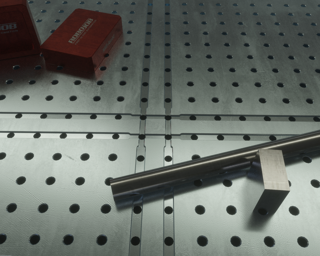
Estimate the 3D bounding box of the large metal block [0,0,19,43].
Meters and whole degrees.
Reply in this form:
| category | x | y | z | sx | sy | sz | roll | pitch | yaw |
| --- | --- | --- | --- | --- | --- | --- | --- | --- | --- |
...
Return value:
| category | x | y | z | sx | sy | sz | roll | pitch | yaw |
| --- | --- | --- | --- | --- | --- | --- | --- | --- | --- |
| large metal block | -0.302 | -0.187 | 0.525 | 0.080 | 0.080 | 0.050 | -34 | 58 | -25 |

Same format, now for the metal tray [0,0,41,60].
| category | x | y | z | sx | sy | sz | roll | pitch | yaw |
| --- | --- | --- | --- | --- | --- | --- | --- | --- | --- |
| metal tray | -0.266 | -0.153 | 0.490 | 0.131 | 0.089 | 0.030 | -13 | 52 | -11 |

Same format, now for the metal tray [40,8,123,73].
| category | x | y | z | sx | sy | sz | roll | pitch | yaw |
| --- | --- | --- | --- | --- | --- | --- | --- | --- | --- |
| metal tray | -0.130 | -0.154 | 0.532 | 0.090 | 0.030 | 0.130 | 14 | 51 | 11 |

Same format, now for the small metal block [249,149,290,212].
| category | x | y | z | sx | sy | sz | roll | pitch | yaw |
| --- | --- | --- | --- | --- | --- | --- | --- | --- | --- |
| small metal block | 0.119 | 0.059 | 0.344 | 0.025 | 0.050 | 0.050 | 4 | 50 | 3 |

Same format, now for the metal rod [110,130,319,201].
| category | x | y | z | sx | sy | sz | roll | pitch | yaw |
| --- | --- | --- | --- | --- | --- | --- | --- | --- | --- |
| metal rod | 0.091 | 0.039 | 0.375 | 0.302 | 0.025 | 0.025 | -12 | 51 | -11 |
